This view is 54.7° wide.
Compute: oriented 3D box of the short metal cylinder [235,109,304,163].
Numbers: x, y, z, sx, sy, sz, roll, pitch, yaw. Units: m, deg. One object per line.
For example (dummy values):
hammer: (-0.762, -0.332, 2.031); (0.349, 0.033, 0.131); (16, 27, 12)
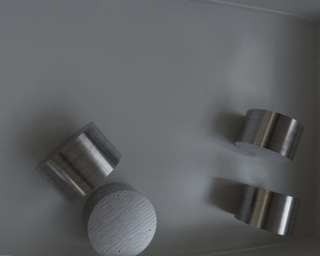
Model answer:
short metal cylinder: (0.154, 0.012, 0.438); (0.080, 0.080, 0.050); (25, 82, -19)

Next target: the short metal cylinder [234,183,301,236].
short metal cylinder: (0.151, 0.113, 0.437); (0.081, 0.080, 0.050); (17, 84, -19)

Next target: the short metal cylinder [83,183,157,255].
short metal cylinder: (-0.050, 0.111, 0.379); (0.081, 0.050, 0.080); (0, 90, -20)

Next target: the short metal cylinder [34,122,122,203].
short metal cylinder: (-0.091, 0.037, 0.348); (0.080, 0.080, 0.050); (-42, 104, -15)
